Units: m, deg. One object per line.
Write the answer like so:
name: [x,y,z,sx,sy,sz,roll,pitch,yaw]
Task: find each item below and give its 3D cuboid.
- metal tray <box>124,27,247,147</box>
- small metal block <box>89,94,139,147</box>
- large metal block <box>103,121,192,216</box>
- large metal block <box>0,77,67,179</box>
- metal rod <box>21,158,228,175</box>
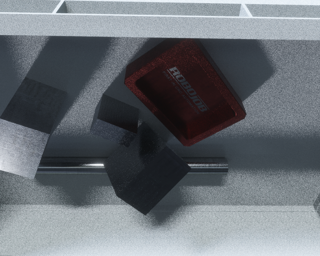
metal tray: [0.032,-0.042,0.370,0.090,0.030,0.130,-30,125,22]
small metal block: [-0.055,-0.010,0.384,0.050,0.050,0.025,22,126,-18]
large metal block: [-0.019,0.048,0.396,0.080,0.080,0.050,-46,121,1]
large metal block: [-0.156,0.000,0.371,0.050,0.080,0.079,20,127,-17]
metal rod: [-0.053,0.057,0.456,0.302,0.025,0.025,0,130,-1]
